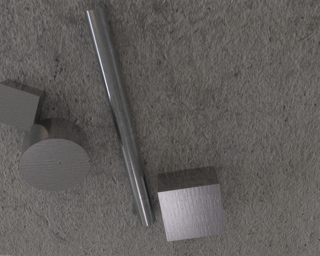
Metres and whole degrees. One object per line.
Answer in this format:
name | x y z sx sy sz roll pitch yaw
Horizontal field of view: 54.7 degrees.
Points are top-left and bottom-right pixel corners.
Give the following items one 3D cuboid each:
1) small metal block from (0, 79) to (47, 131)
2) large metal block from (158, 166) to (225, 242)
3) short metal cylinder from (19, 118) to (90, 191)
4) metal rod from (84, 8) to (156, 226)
small metal block | -0.180 -0.029 0.397 0.050 0.025 0.050 19 109 -7
large metal block | 0.043 0.105 0.436 0.080 0.050 0.079 -9 110 3
short metal cylinder | -0.133 0.034 0.395 0.081 0.050 0.079 -9 123 -14
metal rod | -0.047 0.000 0.409 0.025 0.025 0.298 -10 110 4
